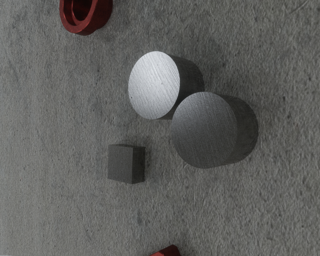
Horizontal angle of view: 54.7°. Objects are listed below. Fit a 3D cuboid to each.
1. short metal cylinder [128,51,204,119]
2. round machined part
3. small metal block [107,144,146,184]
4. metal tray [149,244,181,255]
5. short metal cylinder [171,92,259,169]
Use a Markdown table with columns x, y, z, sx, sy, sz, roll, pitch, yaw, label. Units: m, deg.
| x | y | z | sx | sy | sz | roll | pitch | yaw | label |
| --- | --- | --- | --- | --- | --- | --- | --- | --- | --- |
| 0.007 | -0.050 | 0.383 | 0.080 | 0.050 | 0.080 | 0 | 90 | 40 | short metal cylinder |
| -0.112 | -0.194 | 0.486 | 0.098 | 0.042 | 0.097 | 0 | 90 | 40 | round machined part |
| -0.049 | 0.050 | 0.445 | 0.050 | 0.025 | 0.050 | 4 | 92 | 40 | small metal block |
| 0.008 | 0.228 | 0.394 | 0.090 | 0.030 | 0.130 | -39 | 67 | 33 | metal tray |
| 0.059 | 0.002 | 0.340 | 0.080 | 0.050 | 0.080 | 0 | 90 | 40 | short metal cylinder |
